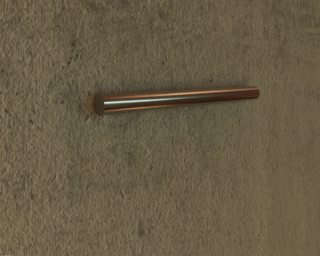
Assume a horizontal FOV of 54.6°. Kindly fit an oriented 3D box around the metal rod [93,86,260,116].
[{"bbox_3d":[0.047,-0.043,0.442,0.302,0.025,0.025,-9,96,-40],"label":"metal rod"}]
